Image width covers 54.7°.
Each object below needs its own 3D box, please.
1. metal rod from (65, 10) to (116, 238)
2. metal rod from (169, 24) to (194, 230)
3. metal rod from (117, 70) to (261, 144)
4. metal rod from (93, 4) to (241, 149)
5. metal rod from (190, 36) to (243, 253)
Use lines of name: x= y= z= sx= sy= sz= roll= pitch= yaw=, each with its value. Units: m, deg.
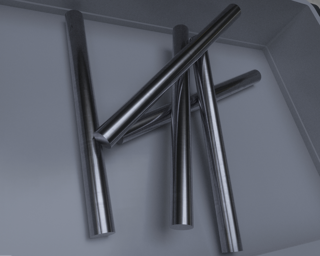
metal rod: x=-0.089 y=-0.025 z=0.372 sx=0.025 sy=0.025 sz=0.299 roll=1 pitch=61 yaw=-28
metal rod: x=0.027 y=-0.024 z=0.401 sx=0.025 sy=0.025 sz=0.300 roll=15 pitch=56 yaw=-20
metal rod: x=0.059 y=-0.042 z=0.462 sx=0.302 sy=0.025 sz=0.025 roll=-24 pitch=75 yaw=-37
metal rod: x=0.026 y=-0.084 z=0.407 sx=0.025 sy=0.025 sz=0.301 roll=42 pitch=61 yaw=0
metal rod: x=0.071 y=0.006 z=0.416 sx=0.025 sy=0.025 sz=0.299 roll=5 pitch=67 yaw=-26
